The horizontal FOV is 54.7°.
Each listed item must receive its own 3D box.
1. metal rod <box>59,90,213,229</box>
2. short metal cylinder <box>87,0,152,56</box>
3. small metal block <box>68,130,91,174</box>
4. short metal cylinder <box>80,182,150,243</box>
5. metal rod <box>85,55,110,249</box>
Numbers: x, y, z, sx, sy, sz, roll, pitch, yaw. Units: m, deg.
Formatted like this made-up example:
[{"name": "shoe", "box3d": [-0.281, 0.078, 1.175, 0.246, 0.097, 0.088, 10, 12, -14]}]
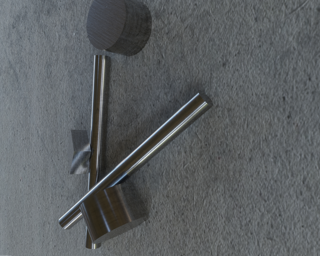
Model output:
[{"name": "metal rod", "box3d": [-0.047, 0.056, 0.424, 0.299, 0.025, 0.025, -42, 64, 25]}, {"name": "short metal cylinder", "box3d": [-0.058, -0.146, 0.437, 0.080, 0.050, 0.080, 0, 90, 40]}, {"name": "small metal block", "box3d": [-0.130, 0.038, 0.494, 0.050, 0.025, 0.050, -115, 36, -45]}, {"name": "short metal cylinder", "box3d": [-0.061, 0.115, 0.420, 0.080, 0.081, 0.050, -41, 65, 32]}, {"name": "metal rod", "box3d": [-0.098, 0.038, 0.485, 0.025, 0.025, 0.298, 6, 94, 40]}]
